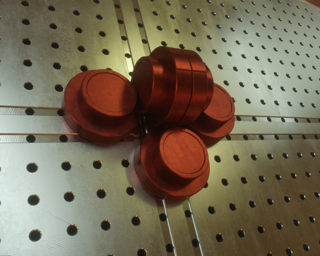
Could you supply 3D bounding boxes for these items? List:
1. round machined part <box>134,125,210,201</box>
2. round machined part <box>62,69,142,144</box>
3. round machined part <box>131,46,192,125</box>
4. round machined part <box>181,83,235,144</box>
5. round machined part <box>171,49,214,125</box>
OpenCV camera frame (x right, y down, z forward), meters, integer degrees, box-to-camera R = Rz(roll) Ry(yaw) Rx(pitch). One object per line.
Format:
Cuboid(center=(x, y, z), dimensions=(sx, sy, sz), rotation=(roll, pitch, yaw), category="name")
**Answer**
Cuboid(center=(0.021, 0.038, 0.387), dimensions=(0.099, 0.042, 0.098), rotation=(14, 56, -21), category="round machined part")
Cuboid(center=(-0.067, -0.033, 0.382), dimensions=(0.099, 0.042, 0.098), rotation=(14, 56, -21), category="round machined part")
Cuboid(center=(-0.005, -0.052, 0.384), dimensions=(0.042, 0.097, 0.098), rotation=(1, 61, -28), category="round machined part")
Cuboid(center=(0.070, -0.029, 0.454), dimensions=(0.099, 0.042, 0.098), rotation=(14, 56, -21), category="round machined part")
Cuboid(center=(0.033, -0.053, 0.406), dimensions=(0.042, 0.097, 0.098), rotation=(-1, 62, -29), category="round machined part")
